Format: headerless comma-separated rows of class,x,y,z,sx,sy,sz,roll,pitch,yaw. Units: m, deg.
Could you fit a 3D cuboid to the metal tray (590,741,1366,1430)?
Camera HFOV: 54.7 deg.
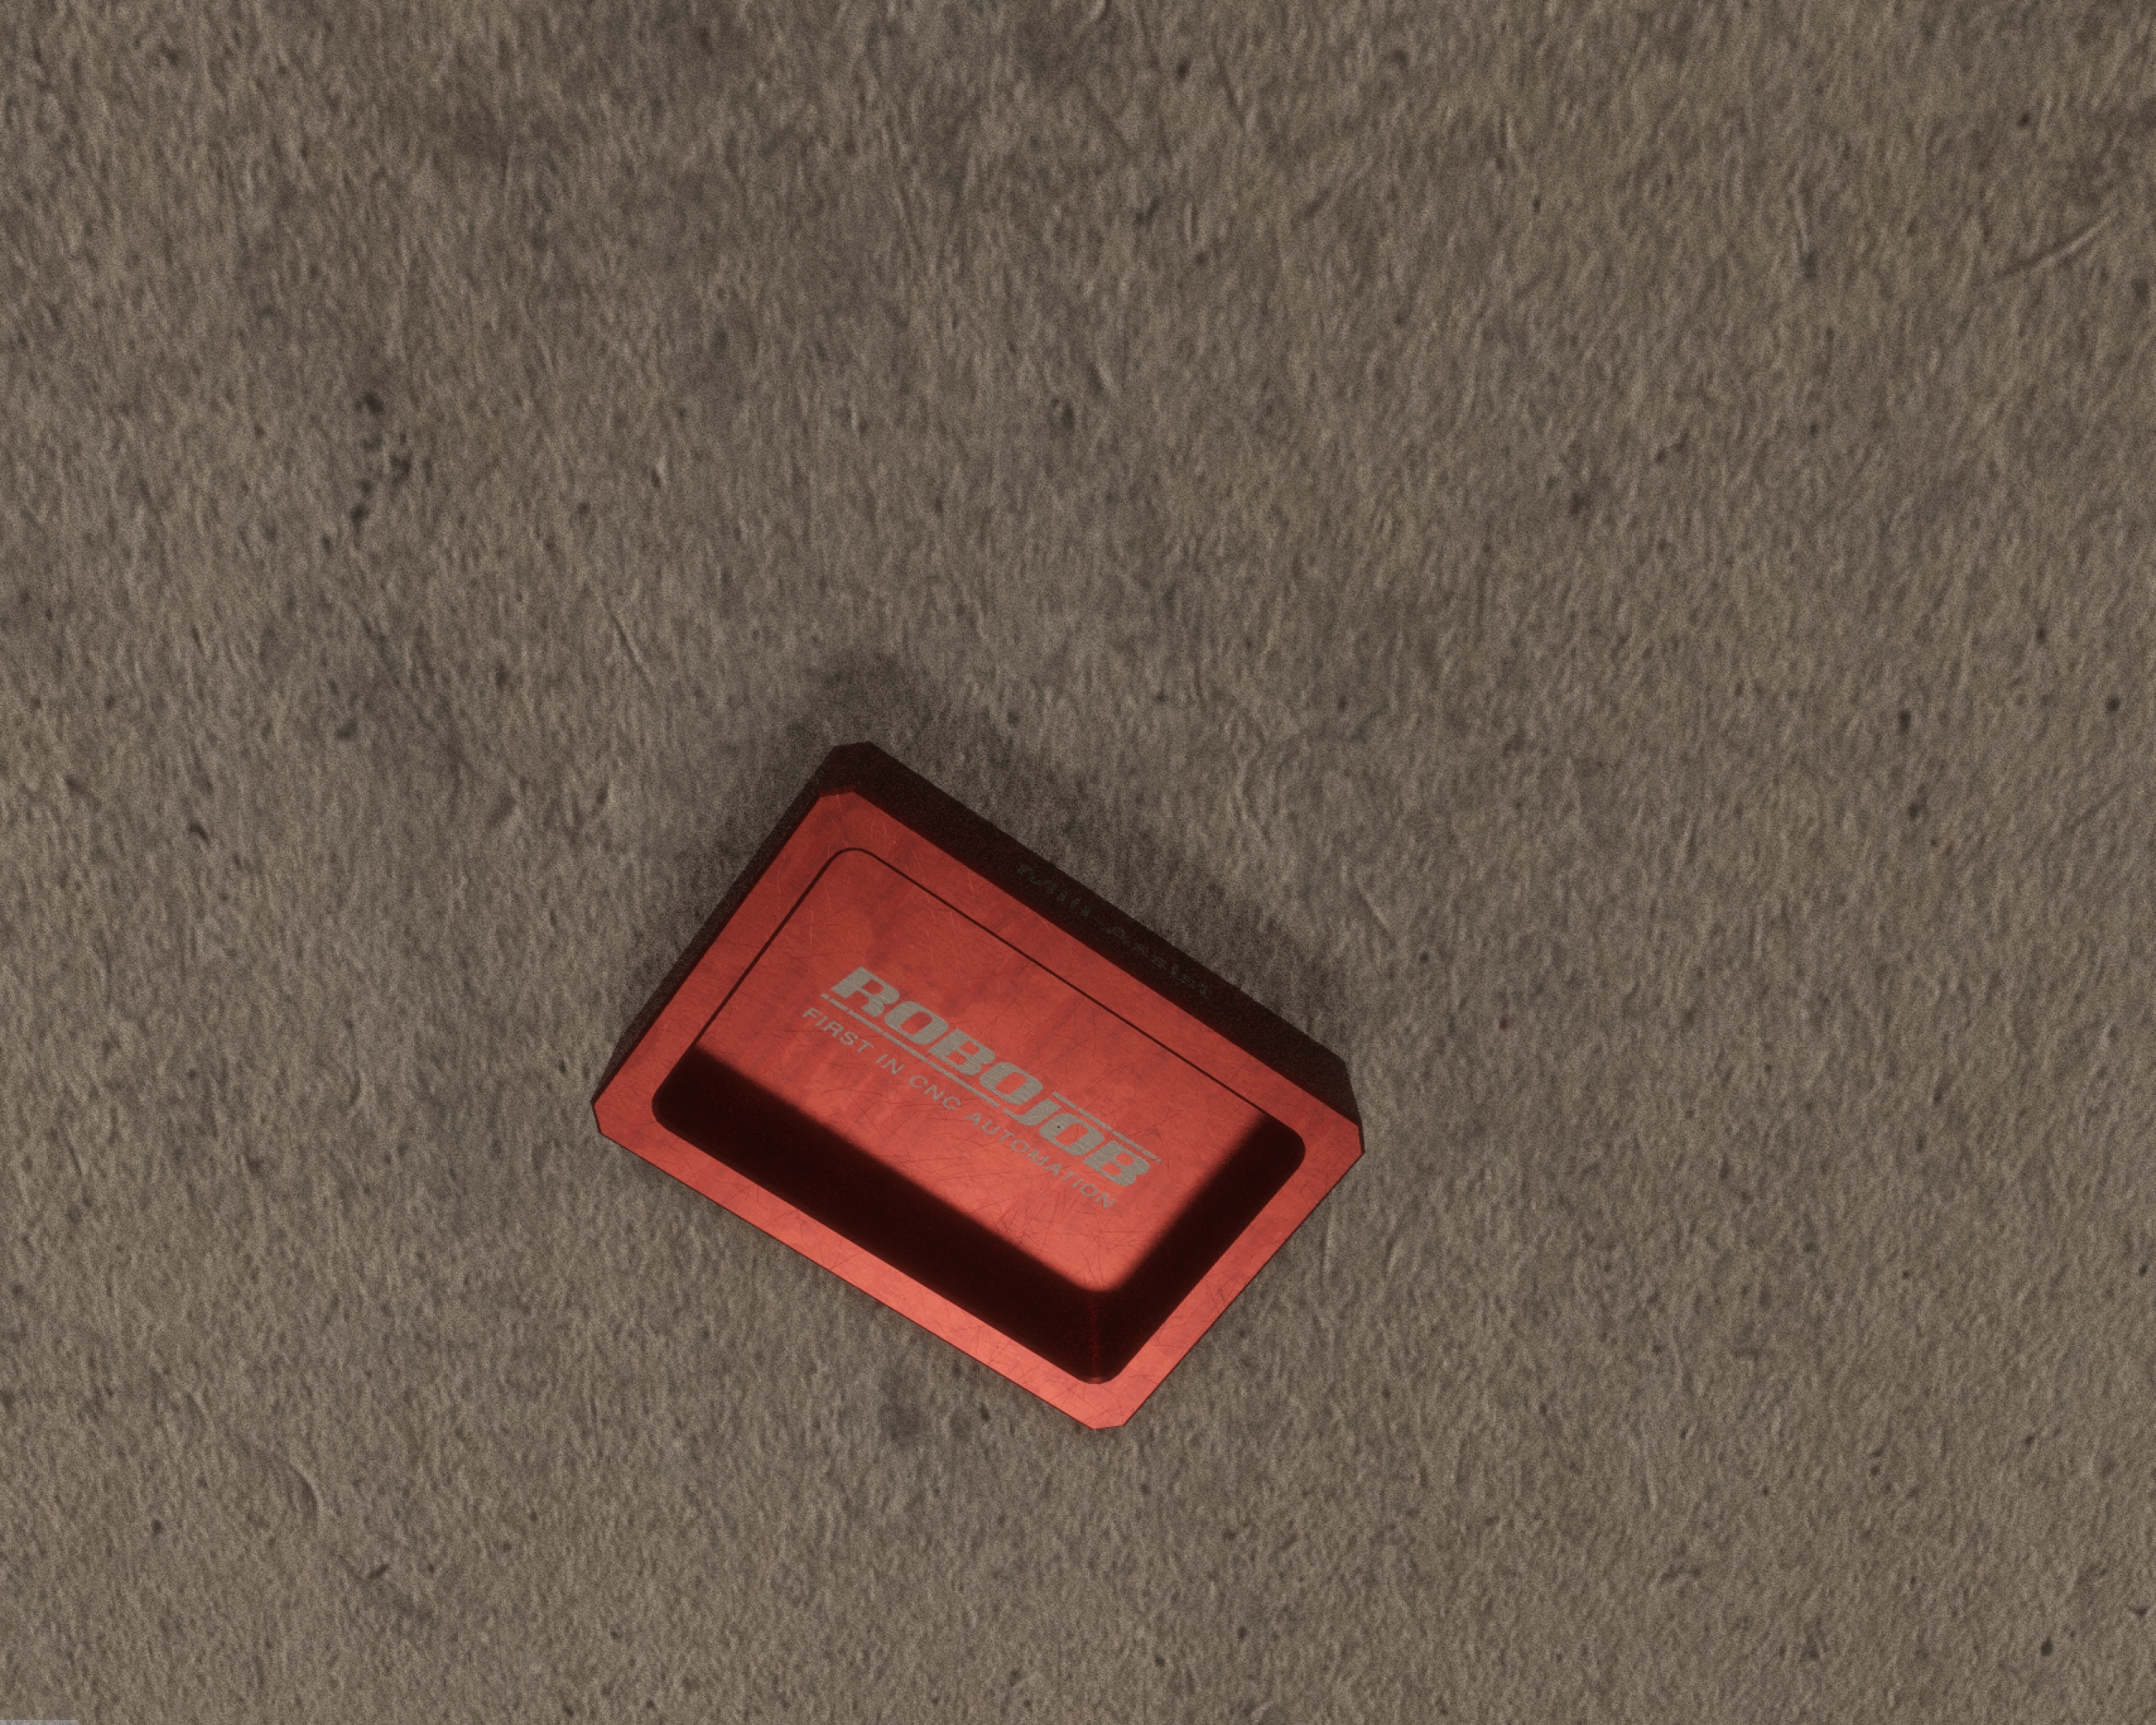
metal tray,-0.019,0.047,0.426,0.130,0.030,0.090,34,106,-12
